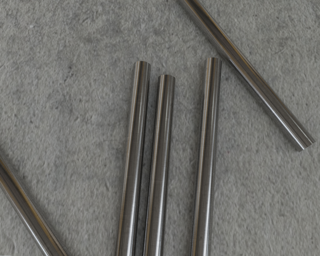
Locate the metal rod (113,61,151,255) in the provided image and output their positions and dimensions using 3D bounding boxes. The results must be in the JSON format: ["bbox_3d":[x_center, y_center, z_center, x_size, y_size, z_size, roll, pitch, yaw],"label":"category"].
[{"bbox_3d":[-0.034,0.052,0.388,0.025,0.025,0.299,4,70,1],"label":"metal rod"}]

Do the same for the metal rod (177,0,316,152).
[{"bbox_3d":[0.112,-0.095,0.444,0.025,0.025,0.299,-30,73,-11],"label":"metal rod"}]

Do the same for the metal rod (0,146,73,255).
[{"bbox_3d":[-0.167,0.087,0.374,0.025,0.025,0.300,-37,75,-13],"label":"metal rod"}]

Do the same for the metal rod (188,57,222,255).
[{"bbox_3d":[0.058,0.045,0.392,0.025,0.025,0.299,7,70,2],"label":"metal rod"}]

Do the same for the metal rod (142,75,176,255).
[{"bbox_3d":[-0.002,0.071,0.381,0.025,0.025,0.299,4,70,1],"label":"metal rod"}]
